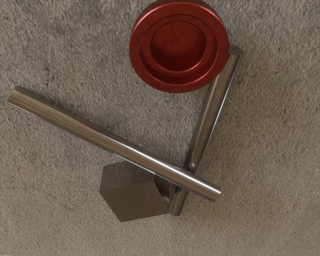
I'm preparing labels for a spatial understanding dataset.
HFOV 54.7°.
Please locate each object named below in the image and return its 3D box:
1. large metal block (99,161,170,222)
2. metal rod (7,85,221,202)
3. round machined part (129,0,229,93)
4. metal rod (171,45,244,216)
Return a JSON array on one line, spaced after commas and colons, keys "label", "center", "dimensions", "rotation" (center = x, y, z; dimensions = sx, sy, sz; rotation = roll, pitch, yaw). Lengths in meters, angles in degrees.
[{"label": "large metal block", "center": [-0.035, 0.093, 0.470], "dimensions": [0.080, 0.050, 0.080], "rotation": [-14, 129, 11]}, {"label": "metal rod", "center": [-0.048, 0.028, 0.410], "dimensions": [0.301, 0.025, 0.025], "rotation": [28, 125, -15]}, {"label": "round machined part", "center": [0.018, -0.088, 0.322], "dimensions": [0.099, 0.042, 0.097], "rotation": [-1, 130, 0]}, {"label": "metal rod", "center": [0.053, 0.027, 0.431], "dimensions": [0.025, 0.025, 0.298], "rotation": [7, 130, -7]}]
